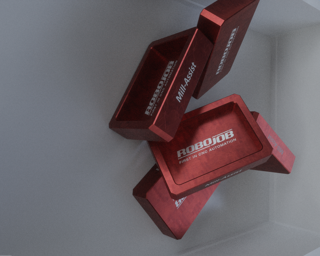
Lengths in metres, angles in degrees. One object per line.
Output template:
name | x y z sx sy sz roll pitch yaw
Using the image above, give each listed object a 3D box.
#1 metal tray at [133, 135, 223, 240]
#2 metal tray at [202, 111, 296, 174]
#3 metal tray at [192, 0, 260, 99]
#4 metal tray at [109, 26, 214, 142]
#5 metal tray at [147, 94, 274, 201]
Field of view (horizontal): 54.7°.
metal tray | 0.033 0.074 0.431 0.131 0.030 0.090 -47 118 -30
metal tray | 0.138 0.024 0.479 0.130 0.090 0.030 40 66 -33
metal tray | 0.077 -0.109 0.414 0.090 0.030 0.129 -41 159 -32
metal tray | 0.000 -0.049 0.361 0.030 0.090 0.130 36 69 -33
metal tray | 0.057 0.021 0.382 0.131 0.030 0.090 -22 66 -6
